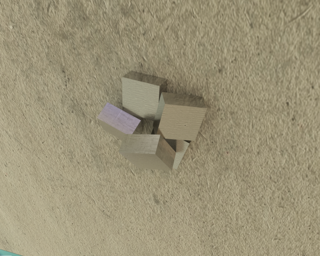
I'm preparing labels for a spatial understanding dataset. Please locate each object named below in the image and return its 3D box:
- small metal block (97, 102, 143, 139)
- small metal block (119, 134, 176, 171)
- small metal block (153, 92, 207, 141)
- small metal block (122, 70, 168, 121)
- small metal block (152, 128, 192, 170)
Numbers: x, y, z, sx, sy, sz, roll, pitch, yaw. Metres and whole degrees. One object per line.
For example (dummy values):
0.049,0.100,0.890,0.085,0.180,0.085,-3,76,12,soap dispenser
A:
-0.052,-0.004,0.417,0.050,0.025,0.050,29,164,8,small metal block
-0.015,0.030,0.386,0.050,0.025,0.050,0,151,28,small metal block
0.023,-0.013,0.373,0.050,0.025,0.050,5,128,-15,small metal block
-0.019,-0.041,0.392,0.050,0.025,0.050,16,125,18,small metal block
0.013,0.020,0.413,0.050,0.025,0.050,29,128,9,small metal block
